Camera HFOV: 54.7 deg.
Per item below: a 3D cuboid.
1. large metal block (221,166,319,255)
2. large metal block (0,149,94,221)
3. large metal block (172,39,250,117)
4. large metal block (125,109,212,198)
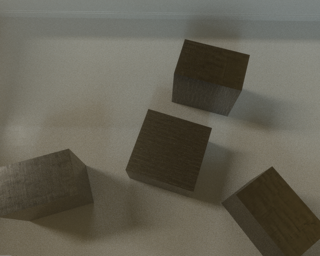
[{"bbox_3d":[0.121,0.097,0.345,0.050,0.080,0.080,-35,74,-12],"label":"large metal block"},{"bbox_3d":[-0.128,0.068,0.354,0.081,0.080,0.050,-15,71,-6],"label":"large metal block"},{"bbox_3d":[0.062,-0.062,0.403,0.080,0.080,0.050,15,71,5],"label":"large metal block"},{"bbox_3d":[0.012,0.032,0.384,0.080,0.050,0.080,17,71,6],"label":"large metal block"}]
